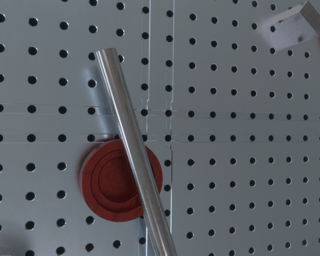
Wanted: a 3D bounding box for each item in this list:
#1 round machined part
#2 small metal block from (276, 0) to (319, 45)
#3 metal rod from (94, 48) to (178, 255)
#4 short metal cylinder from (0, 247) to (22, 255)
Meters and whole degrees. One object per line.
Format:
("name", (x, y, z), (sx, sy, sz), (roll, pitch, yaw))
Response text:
("round machined part", (-0.050, 0.062, 0.385), (0.099, 0.042, 0.097), (0, 90, -20))
("small metal block", (0.218, -0.161, 0.479), (0.050, 0.050, 0.025), (42, 77, -16))
("metal rod", (-0.020, 0.057, 0.360), (0.025, 0.025, 0.298), (-18, 96, -19))
("short metal cylinder", (-0.184, 0.176, 0.332), (0.081, 0.050, 0.080), (0, 90, -20))
